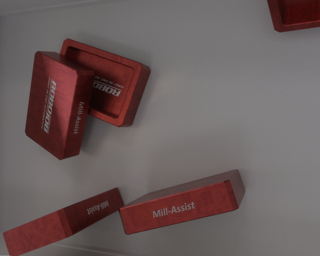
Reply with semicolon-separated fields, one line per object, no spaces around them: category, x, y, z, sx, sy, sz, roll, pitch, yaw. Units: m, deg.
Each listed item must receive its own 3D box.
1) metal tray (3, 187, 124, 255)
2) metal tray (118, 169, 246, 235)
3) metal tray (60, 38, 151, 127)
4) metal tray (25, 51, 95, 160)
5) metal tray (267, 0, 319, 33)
metal tray;-0.115;0.116;0.395;0.090;0.130;0.030;-25;82;18
metal tray;0.029;0.085;0.365;0.130;0.090;0.030;-19;84;19
metal tray;-0.088;-0.064;0.438;0.130;0.030;0.089;22;97;18
metal tray;-0.143;-0.032;0.434;0.090;0.030;0.129;28;113;28
metal tray;0.173;-0.143;0.299;0.130;0.090;0.030;1;62;31
